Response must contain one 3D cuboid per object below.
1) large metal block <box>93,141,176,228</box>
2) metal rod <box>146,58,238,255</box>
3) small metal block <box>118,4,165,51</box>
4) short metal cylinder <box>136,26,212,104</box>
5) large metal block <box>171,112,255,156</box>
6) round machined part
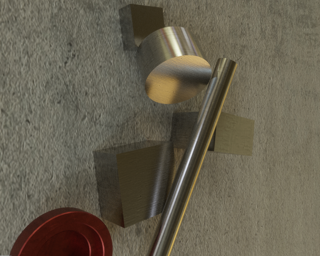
[{"bbox_3d":[-0.027,0.061,0.368,0.081,0.050,0.079,-10,97,-40],"label":"large metal block"},{"bbox_3d":[0.030,0.059,0.359,0.025,0.025,0.299,26,81,-38],"label":"metal rod"},{"bbox_3d":[-0.021,-0.124,0.389,0.050,0.025,0.050,-12,98,-40],"label":"small metal block"},{"bbox_3d":[0.016,-0.074,0.375,0.081,0.080,0.050,15,45,-39],"label":"short metal cylinder"},{"bbox_3d":[0.073,0.009,0.432,0.081,0.080,0.050,10,84,-40],"label":"large metal block"},{"bbox_3d":[-0.101,0.129,0.311,0.099,0.042,0.097,0,90,-40],"label":"round machined part"}]
